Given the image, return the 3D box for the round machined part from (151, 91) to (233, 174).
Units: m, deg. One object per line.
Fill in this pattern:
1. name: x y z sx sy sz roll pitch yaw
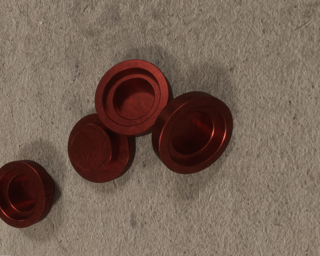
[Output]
1. round machined part: 0.034 0.002 0.368 0.098 0.099 0.042 -61 35 10

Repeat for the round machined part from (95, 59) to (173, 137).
1. round machined part: -0.031 -0.036 0.404 0.098 0.042 0.097 -3 79 15

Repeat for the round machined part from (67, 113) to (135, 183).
1. round machined part: -0.087 0.028 0.430 0.098 0.042 0.097 0 90 19

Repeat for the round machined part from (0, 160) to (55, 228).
1. round machined part: -0.200 0.097 0.469 0.098 0.042 0.097 0 90 19
